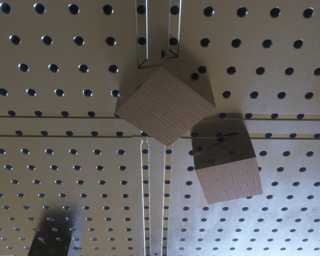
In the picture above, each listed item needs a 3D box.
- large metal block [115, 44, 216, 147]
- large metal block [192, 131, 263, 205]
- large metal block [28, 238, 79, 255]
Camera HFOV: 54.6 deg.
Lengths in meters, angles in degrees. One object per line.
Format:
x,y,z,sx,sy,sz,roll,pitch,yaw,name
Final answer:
0.006,-0.035,0.365,0.080,0.050,0.080,33,123,-25,large metal block
0.097,0.059,0.446,0.080,0.050,0.080,-14,129,11,large metal block
-0.211,0.267,0.600,0.080,0.080,0.050,-6,130,5,large metal block
